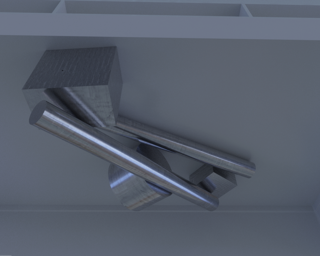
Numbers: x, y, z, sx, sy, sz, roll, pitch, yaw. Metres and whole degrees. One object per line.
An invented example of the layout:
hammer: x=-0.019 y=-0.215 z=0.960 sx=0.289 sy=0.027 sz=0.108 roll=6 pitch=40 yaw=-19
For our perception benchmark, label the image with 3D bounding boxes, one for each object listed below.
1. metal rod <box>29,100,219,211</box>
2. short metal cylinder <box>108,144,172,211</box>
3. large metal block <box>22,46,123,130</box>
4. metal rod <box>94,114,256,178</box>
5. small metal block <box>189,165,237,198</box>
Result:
metal rod: x=-0.015 y=0.050 z=0.373 sx=0.025 sy=0.025 sz=0.301 roll=-33 pitch=136 yaw=24
short metal cylinder: x=-0.024 y=0.067 z=0.427 sx=0.050 sy=0.080 sz=0.080 roll=-33 pitch=123 yaw=24
large metal block: x=-0.087 y=-0.045 z=0.333 sx=0.080 sy=0.080 sz=0.050 roll=-3 pitch=130 yaw=2
metal rod: x=-0.001 y=0.015 z=0.420 sx=0.302 sy=0.025 sz=0.025 roll=19 pitch=127 yaw=-17
small metal block: x=0.082 y=0.082 z=0.479 sx=0.050 sy=0.025 sz=0.050 roll=31 pitch=123 yaw=-24
